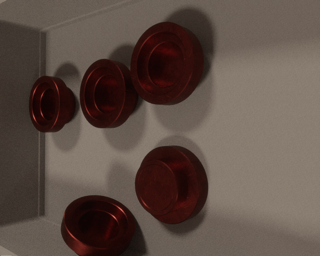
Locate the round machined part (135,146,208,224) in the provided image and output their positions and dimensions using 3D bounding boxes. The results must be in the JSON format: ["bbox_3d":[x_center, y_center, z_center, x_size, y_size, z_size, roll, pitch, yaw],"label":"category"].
[{"bbox_3d":[0.007,0.072,0.388,0.098,0.042,0.097,0,90,39],"label":"round machined part"}]

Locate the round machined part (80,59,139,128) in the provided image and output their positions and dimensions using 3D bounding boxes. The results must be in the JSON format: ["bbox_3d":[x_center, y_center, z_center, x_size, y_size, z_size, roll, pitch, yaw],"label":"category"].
[{"bbox_3d":[-0.070,-0.048,0.451,0.098,0.042,0.097,0,90,39],"label":"round machined part"}]

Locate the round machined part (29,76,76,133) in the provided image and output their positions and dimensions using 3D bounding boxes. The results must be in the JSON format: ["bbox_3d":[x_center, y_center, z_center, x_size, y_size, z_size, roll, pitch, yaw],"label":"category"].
[{"bbox_3d":[-0.186,-0.041,0.546,0.098,0.042,0.097,0,90,39],"label":"round machined part"}]

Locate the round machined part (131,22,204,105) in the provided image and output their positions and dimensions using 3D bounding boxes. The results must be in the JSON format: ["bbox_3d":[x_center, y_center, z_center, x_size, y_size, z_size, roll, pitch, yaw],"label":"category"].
[{"bbox_3d":[0.013,-0.077,0.384,0.098,0.042,0.097,0,90,39],"label":"round machined part"}]

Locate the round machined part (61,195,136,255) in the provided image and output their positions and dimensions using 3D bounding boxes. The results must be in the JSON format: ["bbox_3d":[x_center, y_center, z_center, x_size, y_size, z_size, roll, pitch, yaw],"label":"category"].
[{"bbox_3d":[-0.087,0.142,0.429,0.098,0.099,0.042,38,120,33],"label":"round machined part"}]
